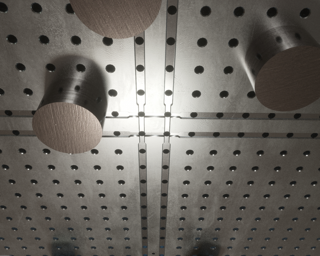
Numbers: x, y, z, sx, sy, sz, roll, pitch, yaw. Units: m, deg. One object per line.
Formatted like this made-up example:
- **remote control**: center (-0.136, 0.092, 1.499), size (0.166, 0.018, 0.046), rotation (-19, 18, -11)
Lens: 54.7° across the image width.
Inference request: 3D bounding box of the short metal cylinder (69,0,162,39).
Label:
- **short metal cylinder**: center (-0.039, -0.130, 0.284), size (0.081, 0.050, 0.079), rotation (0, 130, 0)

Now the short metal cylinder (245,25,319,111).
- **short metal cylinder**: center (0.139, -0.065, 0.342), size (0.081, 0.050, 0.079), rotation (0, 130, 0)

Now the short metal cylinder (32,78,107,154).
- **short metal cylinder**: center (-0.108, -0.014, 0.382), size (0.081, 0.050, 0.079), rotation (0, 130, 0)
